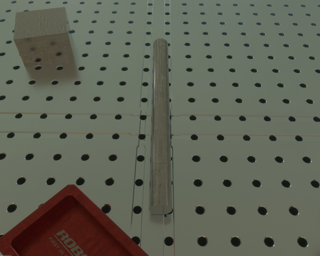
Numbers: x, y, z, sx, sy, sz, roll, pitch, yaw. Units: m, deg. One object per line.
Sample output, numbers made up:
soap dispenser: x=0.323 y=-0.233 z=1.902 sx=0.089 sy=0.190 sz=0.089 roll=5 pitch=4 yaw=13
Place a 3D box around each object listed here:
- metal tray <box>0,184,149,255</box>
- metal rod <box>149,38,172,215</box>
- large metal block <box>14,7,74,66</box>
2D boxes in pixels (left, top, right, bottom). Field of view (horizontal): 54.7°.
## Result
metal tray: x=-0.078 y=0.126 z=0.297 sx=0.130 sy=0.030 sz=0.090 roll=35 pitch=58 yaw=25
metal rod: x=0.001 y=-0.027 z=0.430 sx=0.025 sy=0.025 sz=0.300 roll=0 pitch=50 yaw=0
large metal block: x=-0.193 y=-0.155 z=0.519 sx=0.081 sy=0.050 sz=0.080 roll=-11 pitch=51 yaw=-9
